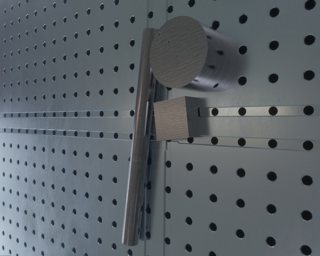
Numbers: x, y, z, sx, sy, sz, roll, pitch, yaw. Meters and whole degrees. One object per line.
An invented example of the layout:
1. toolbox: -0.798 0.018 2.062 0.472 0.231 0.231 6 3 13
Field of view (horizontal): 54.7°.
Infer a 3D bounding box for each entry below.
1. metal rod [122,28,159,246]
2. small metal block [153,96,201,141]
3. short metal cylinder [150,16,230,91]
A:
1. metal rod: -0.026 0.016 0.430 0.025 0.025 0.298 10 97 39
2. small metal block: 0.021 -0.011 0.392 0.050 0.025 0.050 -8 85 39
3. short metal cylinder: 0.035 -0.085 0.365 0.080 0.050 0.079 0 90 40
